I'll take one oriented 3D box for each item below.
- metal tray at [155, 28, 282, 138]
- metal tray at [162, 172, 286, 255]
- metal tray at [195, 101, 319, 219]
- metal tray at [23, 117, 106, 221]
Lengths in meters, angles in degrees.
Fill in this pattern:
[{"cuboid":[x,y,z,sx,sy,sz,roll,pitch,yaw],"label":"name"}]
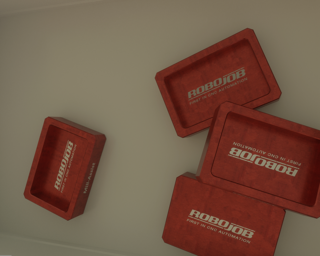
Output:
[{"cuboid":[0.069,-0.052,0.383,0.130,0.030,0.090,-23,82,18],"label":"metal tray"},{"cuboid":[0.076,0.116,0.381,0.130,0.030,0.089,15,95,19],"label":"metal tray"},{"cuboid":[0.114,0.033,0.334,0.131,0.030,0.090,18,80,1],"label":"metal tray"},{"cuboid":[-0.141,0.057,0.457,0.090,0.030,0.129,20,97,18],"label":"metal tray"}]
